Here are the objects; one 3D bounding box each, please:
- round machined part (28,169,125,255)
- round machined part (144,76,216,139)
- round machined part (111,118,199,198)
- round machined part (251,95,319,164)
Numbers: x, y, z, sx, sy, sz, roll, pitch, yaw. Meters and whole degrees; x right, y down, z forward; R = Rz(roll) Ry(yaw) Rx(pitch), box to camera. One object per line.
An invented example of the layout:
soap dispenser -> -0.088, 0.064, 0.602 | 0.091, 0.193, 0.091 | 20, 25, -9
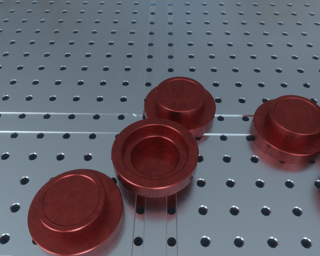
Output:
round machined part -> -0.089, 0.084, 0.326 | 0.099, 0.042, 0.098 | 0, 50, 0
round machined part -> 0.027, -0.033, 0.425 | 0.099, 0.042, 0.098 | 0, 50, 0
round machined part -> -0.005, 0.038, 0.365 | 0.099, 0.042, 0.098 | 0, 50, 0
round machined part -> 0.172, -0.005, 0.402 | 0.099, 0.042, 0.098 | 0, 50, 0
